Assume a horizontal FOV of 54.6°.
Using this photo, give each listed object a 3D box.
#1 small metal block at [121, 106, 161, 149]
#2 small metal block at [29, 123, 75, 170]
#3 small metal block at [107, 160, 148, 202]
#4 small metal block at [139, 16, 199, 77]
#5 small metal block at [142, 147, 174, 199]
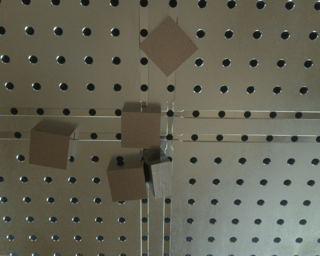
[{"bbox_3d":[-0.025,-0.001,0.413,0.050,0.025,0.050,3,110,-1],"label":"small metal block"},{"bbox_3d":[-0.147,0.025,0.422,0.050,0.025,0.050,11,110,-4],"label":"small metal block"},{"bbox_3d":[-0.045,0.075,0.441,0.050,0.025,0.050,-6,110,2],"label":"small metal block"},{"bbox_3d":[0.010,-0.099,0.377,0.050,0.025,0.050,-41,105,13],"label":"small metal block"},{"bbox_3d":[-0.003,0.060,0.419,0.025,0.050,0.050,-11,111,-13],"label":"small metal block"}]
